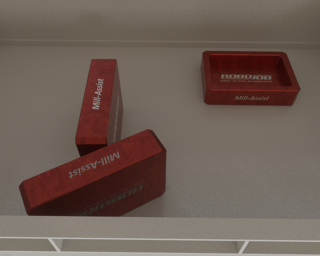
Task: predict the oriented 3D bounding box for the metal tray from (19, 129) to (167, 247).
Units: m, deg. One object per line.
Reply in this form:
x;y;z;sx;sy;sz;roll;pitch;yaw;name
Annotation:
-0.058;0.061;0.310;0.131;0.090;0.030;-23;54;-18;metal tray

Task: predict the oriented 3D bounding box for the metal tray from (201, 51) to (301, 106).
0.131;-0.077;0.466;0.131;0.030;0.090;1;50;0;metal tray

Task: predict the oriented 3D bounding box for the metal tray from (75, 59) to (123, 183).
-0.067;-0.009;0.369;0.030;0.090;0.130;-1;50;-1;metal tray
